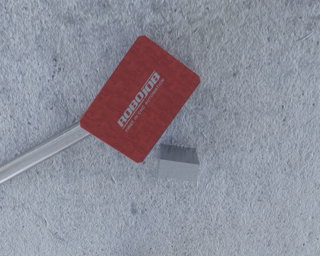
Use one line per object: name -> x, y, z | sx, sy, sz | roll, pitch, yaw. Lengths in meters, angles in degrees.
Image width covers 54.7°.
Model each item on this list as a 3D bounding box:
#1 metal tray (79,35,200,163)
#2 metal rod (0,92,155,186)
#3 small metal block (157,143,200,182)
metal tray -> -0.025, -0.034, 0.380 | 0.090, 0.030, 0.130 | 35, 93, -12
metal rod -> -0.143, 0.024, 0.416 | 0.301, 0.025, 0.025 | -28, 108, 9
small metal block -> 0.023, 0.045, 0.414 | 0.050, 0.050, 0.025 | 8, 110, -4
